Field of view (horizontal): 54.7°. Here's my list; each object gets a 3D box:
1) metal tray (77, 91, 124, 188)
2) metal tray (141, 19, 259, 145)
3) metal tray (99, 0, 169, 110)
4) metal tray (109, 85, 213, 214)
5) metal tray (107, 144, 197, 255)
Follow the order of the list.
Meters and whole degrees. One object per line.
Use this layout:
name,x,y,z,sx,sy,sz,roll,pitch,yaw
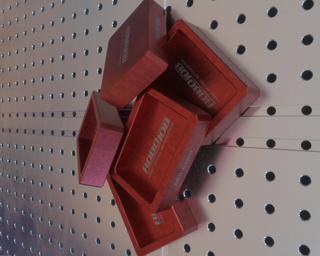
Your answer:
metal tray,-0.089,0.011,0.437,0.089,0.030,0.130,-67,24,18
metal tray,0.041,-0.054,0.370,0.090,0.030,0.130,-51,61,27
metal tray,-0.032,-0.097,0.391,0.090,0.030,0.130,-37,37,33
metal tray,-0.005,0.023,0.369,0.090,0.030,0.129,35,111,34
metal tray,-0.017,0.094,0.418,0.090,0.030,0.130,-40,66,32
